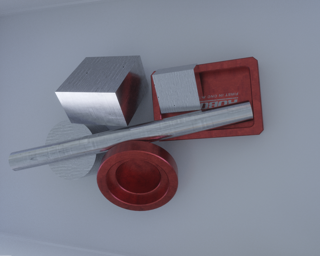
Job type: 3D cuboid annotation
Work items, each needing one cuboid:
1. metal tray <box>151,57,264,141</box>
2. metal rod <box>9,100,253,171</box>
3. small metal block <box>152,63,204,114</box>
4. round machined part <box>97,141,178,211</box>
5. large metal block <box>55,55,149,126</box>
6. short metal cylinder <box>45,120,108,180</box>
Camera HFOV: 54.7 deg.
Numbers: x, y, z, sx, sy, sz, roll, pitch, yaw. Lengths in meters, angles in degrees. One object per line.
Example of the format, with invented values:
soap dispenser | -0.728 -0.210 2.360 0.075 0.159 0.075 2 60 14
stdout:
metal tray | 0.057 -0.032 0.385 0.130 0.030 0.089 -5 88 19
metal rod | -0.041 0.011 0.378 0.301 0.025 0.025 -12 86 8
small metal block | 0.023 -0.048 0.377 0.050 0.025 0.050 -5 115 20
round machined part | -0.027 0.055 0.391 0.099 0.042 0.097 1 122 2
large metal block | -0.070 -0.049 0.395 0.080 0.080 0.050 3 133 20
short metal cylinder | -0.111 0.029 0.432 0.080 0.050 0.079 0 90 19
